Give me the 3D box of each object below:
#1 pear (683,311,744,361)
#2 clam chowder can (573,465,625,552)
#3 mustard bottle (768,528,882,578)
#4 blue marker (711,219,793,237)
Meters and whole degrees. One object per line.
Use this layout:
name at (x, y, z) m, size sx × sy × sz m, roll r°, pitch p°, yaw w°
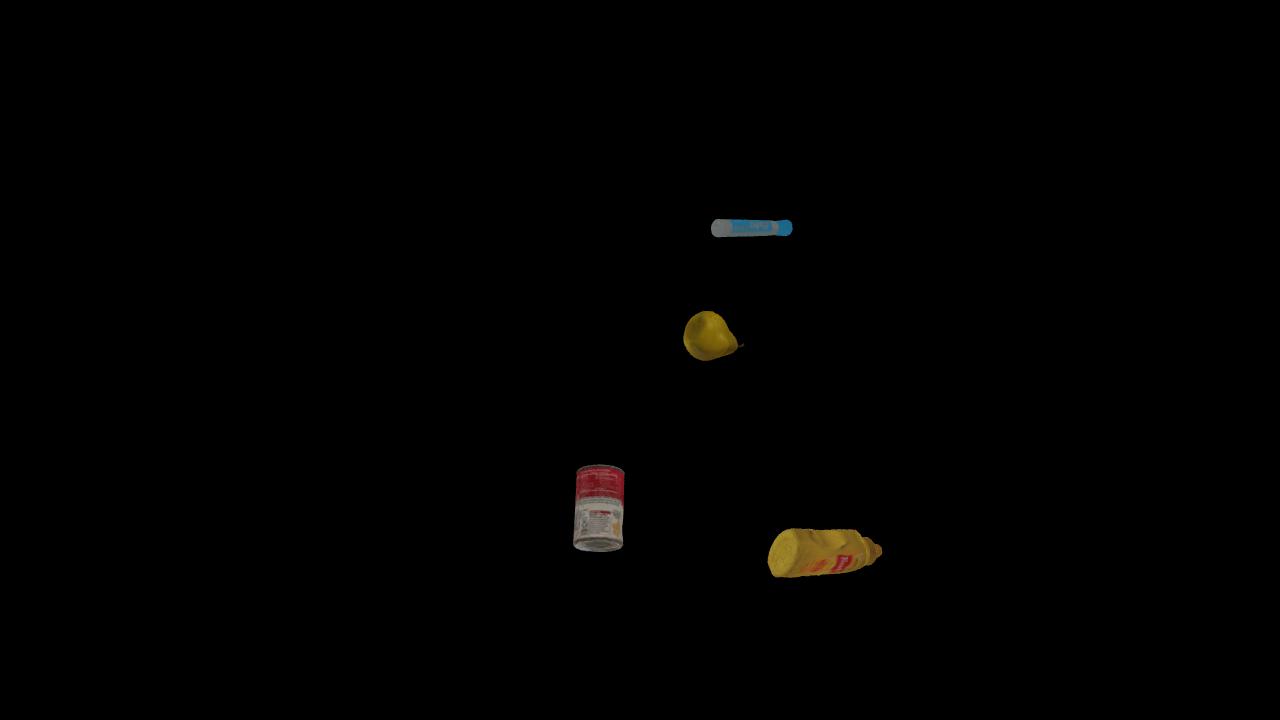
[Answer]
pear at (0.124, -0.029, 1.000) m, size 0.111 × 0.080 × 0.080 m, roll 29°, pitch -15°, yaw -29°
clam chowder can at (-0.055, 0.201, 0.832) m, size 0.068 × 0.102 × 0.068 m, roll 0°, pitch -30°, yaw 0°
mustard bottle at (0.293, 0.293, 0.941) m, size 0.184 × 0.092 × 0.054 m, roll 5°, pitch 33°, yaw -21°
blue marker at (0.128, -0.147, 0.686) m, size 0.121 × 0.020 × 0.020 m, roll -9°, pitch 6°, yaw -38°
